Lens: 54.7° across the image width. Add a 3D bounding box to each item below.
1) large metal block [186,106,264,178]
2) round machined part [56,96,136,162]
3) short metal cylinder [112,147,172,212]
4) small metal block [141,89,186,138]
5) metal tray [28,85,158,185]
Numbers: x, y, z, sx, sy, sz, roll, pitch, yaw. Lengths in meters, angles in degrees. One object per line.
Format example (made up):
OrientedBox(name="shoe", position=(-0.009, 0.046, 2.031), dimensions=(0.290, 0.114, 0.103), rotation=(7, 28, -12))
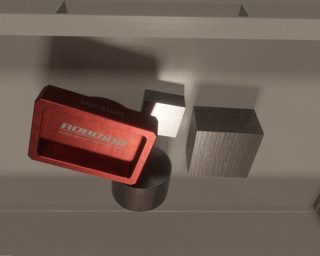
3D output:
OrientedBox(name="large metal block", position=(0.081, 0.020, 0.411), dimensions=(0.081, 0.050, 0.079), rotation=(3, 130, -3))
OrientedBox(name="round machined part", position=(-0.077, 0.001, 0.395), dimensions=(0.099, 0.042, 0.097), rotation=(1, 127, 1))
OrientedBox(name="short metal cylinder", position=(-0.027, 0.068, 0.431), dimensions=(0.081, 0.080, 0.050), rotation=(4, 130, -4))
OrientedBox(name="small metal block", position=(0.001, -0.018, 0.394), dimensions=(0.050, 0.025, 0.050), rotation=(9, 130, -8))
OrientedBox(name="metal tray", position=(-0.077, 0.012, 0.357), dimensions=(0.131, 0.030, 0.089), rotation=(17, 126, -11))
